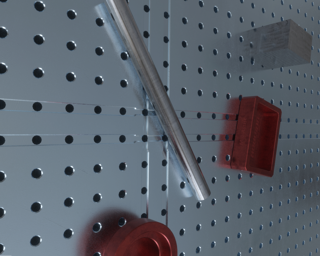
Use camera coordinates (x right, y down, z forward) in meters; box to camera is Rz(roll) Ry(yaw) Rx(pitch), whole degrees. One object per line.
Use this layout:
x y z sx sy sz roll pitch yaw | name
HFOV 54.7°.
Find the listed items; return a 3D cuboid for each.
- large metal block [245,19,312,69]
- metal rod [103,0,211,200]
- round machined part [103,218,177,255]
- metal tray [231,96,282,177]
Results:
0.213 -0.146 0.555 0.081 0.080 0.050 13 82 -40 | large metal block
0.005 -0.027 0.414 0.025 0.025 0.299 -39 114 -33 | metal rod
-0.028 0.159 0.377 0.099 0.042 0.097 0 90 -40 | round machined part
0.175 0.017 0.555 0.091 0.030 0.129 18 78 -39 | metal tray
